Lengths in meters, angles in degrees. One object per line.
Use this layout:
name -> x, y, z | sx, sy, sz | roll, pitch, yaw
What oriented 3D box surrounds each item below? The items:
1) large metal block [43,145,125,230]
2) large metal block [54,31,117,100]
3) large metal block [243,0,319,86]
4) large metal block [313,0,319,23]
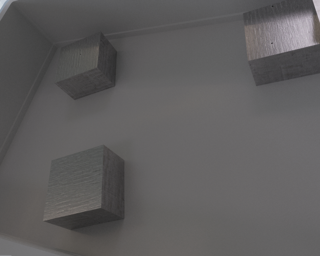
large metal block -> -0.093, 0.076, 0.392 | 0.080, 0.050, 0.080 | -17, 55, 18
large metal block -> -0.121, -0.103, 0.517 | 0.080, 0.050, 0.080 | -15, 55, 19
large metal block -> 0.150, -0.105, 0.375 | 0.080, 0.050, 0.080 | -10, 57, 23
large metal block -> 0.211, -0.138, 0.326 | 0.080, 0.080, 0.050 | -17, 93, 33
